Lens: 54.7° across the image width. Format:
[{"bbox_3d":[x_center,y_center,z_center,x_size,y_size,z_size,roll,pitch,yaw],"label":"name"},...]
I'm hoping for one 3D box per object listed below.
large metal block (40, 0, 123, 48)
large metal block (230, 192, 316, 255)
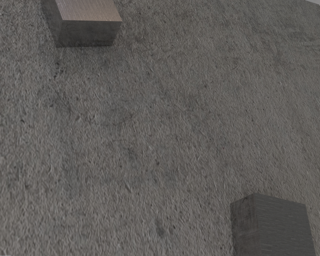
[{"bbox_3d":[-0.110,-0.159,0.426,0.081,0.050,0.080,-12,68,-33],"label":"large metal block"},{"bbox_3d":[0.137,0.133,0.380,0.081,0.050,0.080,16,55,-19],"label":"large metal block"}]
